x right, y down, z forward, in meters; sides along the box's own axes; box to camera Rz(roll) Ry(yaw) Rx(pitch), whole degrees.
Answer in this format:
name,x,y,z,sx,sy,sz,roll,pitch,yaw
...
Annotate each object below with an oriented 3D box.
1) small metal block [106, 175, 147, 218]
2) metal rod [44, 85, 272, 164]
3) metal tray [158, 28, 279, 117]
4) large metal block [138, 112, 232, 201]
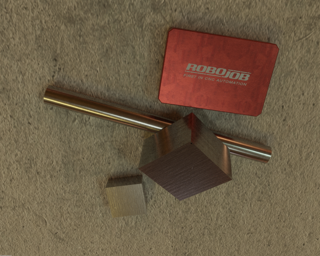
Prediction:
name,x,y,z,sx,sy,sz,roll,pitch,yaw
small metal block,-0.047,0.098,0.445,0.050,0.025,0.050,-7,110,2
metal rod,0.002,-0.003,0.408,0.302,0.025,0.025,15,109,-6
metal tray,0.068,-0.069,0.383,0.131,0.030,0.089,8,110,-4
large metal block,0.033,0.039,0.391,0.080,0.050,0.080,-30,122,30
